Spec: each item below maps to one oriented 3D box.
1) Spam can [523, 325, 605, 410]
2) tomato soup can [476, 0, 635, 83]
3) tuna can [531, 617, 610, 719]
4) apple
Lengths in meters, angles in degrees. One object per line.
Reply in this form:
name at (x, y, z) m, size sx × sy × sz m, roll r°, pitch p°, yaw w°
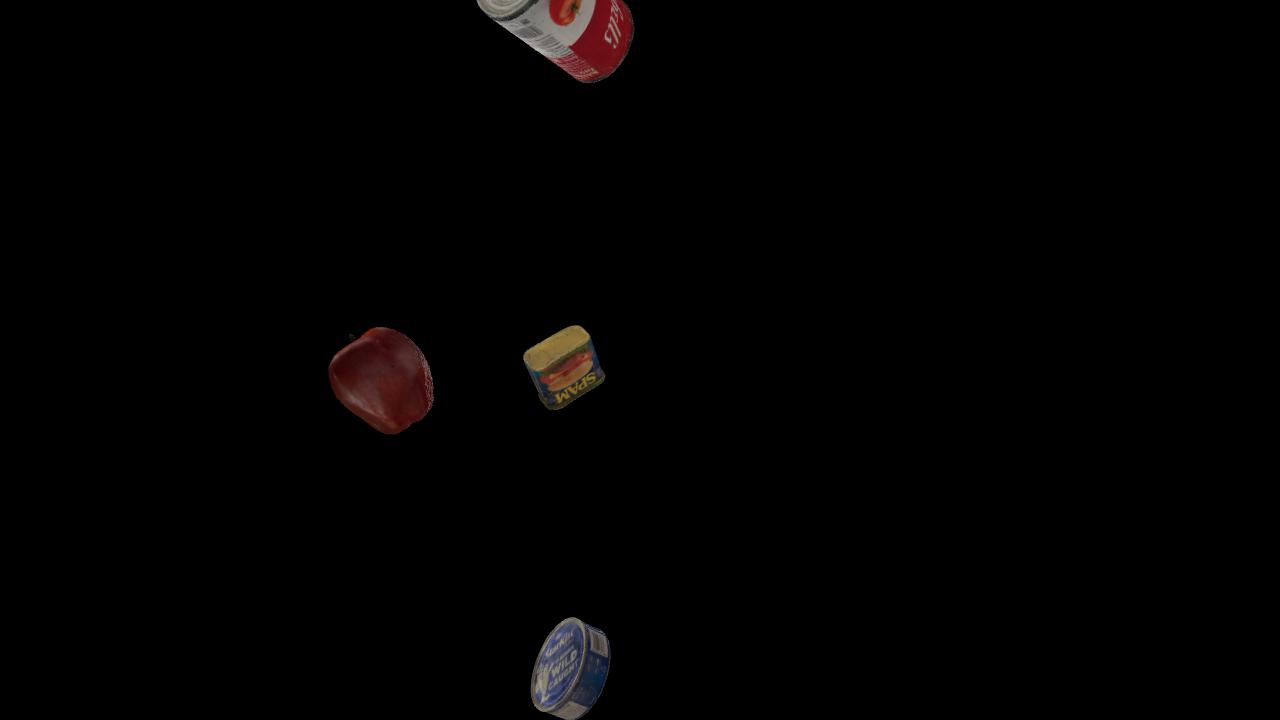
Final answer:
Spam can at (-0.109, 0.009, 0.889) m, size 0.101 × 0.085 × 0.058 m, roll -32°, pitch 46°, yaw -18°
tomato soup can at (-0.059, -0.252, 0.438) m, size 0.068 × 0.068 × 0.101 m, roll 0°, pitch -2°, yaw 31°
tuna can at (-0.065, 0.293, 0.585) m, size 0.034 × 0.084 × 0.084 m, roll 35°, pitch -16°, yaw -23°
apple at (-0.222, 0.016, 0.532) m, size 0.079 × 0.093 × 0.079 m, roll -32°, pitch 13°, yaw 8°
